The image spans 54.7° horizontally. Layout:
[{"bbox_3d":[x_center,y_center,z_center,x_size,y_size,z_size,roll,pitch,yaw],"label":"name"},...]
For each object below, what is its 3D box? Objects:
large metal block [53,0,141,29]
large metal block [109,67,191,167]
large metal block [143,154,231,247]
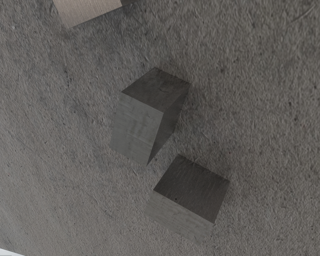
[{"bbox_3d":[-0.074,-0.161,0.330,0.080,0.050,0.080,-8,114,32],"label":"large metal block"},{"bbox_3d":[-0.011,-0.015,0.368,0.050,0.080,0.079,27,128,11],"label":"large metal block"},{"bbox_3d":[0.037,0.092,0.408,0.080,0.080,0.050,27,128,11],"label":"large metal block"}]
